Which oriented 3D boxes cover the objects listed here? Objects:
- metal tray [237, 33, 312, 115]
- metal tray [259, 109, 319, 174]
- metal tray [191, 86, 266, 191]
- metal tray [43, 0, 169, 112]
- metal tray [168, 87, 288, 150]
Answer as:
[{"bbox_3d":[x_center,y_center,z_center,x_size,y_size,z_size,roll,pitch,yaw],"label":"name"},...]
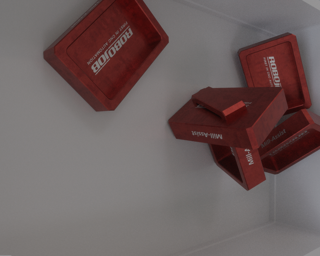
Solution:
[{"bbox_3d":[0.194,-0.084,0.526,0.030,0.090,0.129,-70,140,-67],"label":"metal tray"},{"bbox_3d":[0.216,0.028,0.519,0.091,0.129,0.030,18,44,-35],"label":"metal tray"},{"bbox_3d":[0.095,0.013,0.431,0.030,0.090,0.129,-29,117,-10],"label":"metal tray"},{"bbox_3d":[-0.055,-0.094,0.356,0.090,0.030,0.130,49,61,-29],"label":"metal tray"},{"bbox_3d":[0.086,-0.018,0.409,0.090,0.130,0.030,-43,122,-31],"label":"metal tray"}]
